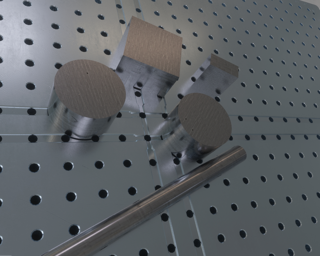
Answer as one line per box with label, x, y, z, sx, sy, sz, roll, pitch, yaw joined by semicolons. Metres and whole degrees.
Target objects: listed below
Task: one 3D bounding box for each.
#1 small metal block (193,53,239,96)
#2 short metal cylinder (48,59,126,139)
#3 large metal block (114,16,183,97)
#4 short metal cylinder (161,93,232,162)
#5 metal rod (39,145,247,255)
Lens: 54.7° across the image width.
small metal block;0.088;-0.084;0.491;0.050;0.050;0.025;22;54;-15
short metal cylinder;-0.087;-0.034;0.366;0.081;0.050;0.080;14;56;-21
large metal block;-0.017;-0.102;0.445;0.081;0.050;0.080;19;55;-18
short metal cylinder;0.049;-0.001;0.419;0.081;0.050;0.080;14;56;-21
metal rod;0.001;0.083;0.358;0.302;0.025;0.025;-22;74;-36
